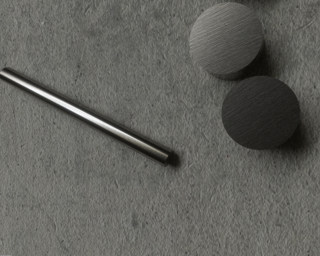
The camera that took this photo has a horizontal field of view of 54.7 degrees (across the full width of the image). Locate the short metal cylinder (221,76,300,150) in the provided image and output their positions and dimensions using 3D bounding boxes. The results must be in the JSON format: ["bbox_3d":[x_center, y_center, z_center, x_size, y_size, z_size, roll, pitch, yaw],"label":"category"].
[{"bbox_3d":[0.115,-0.016,0.355,0.080,0.050,0.080,0,90,20],"label":"short metal cylinder"}]

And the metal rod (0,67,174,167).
[{"bbox_3d":[-0.117,-0.023,0.450,0.301,0.025,0.025,26,99,18],"label":"metal rod"}]

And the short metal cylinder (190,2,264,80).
[{"bbox_3d":[0.081,-0.100,0.367,0.080,0.050,0.080,0,90,20],"label":"short metal cylinder"}]
